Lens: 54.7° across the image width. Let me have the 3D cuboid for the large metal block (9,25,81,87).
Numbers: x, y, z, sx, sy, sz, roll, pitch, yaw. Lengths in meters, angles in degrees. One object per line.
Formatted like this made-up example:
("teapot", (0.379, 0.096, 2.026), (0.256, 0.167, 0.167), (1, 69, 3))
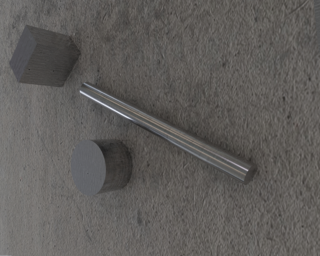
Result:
("large metal block", (-0.197, -0.120, 0.532), (0.080, 0.081, 0.050), (-51, 60, 28))

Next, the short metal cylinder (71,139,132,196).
("short metal cylinder", (-0.087, 0.056, 0.461), (0.080, 0.050, 0.080), (0, 90, 40))

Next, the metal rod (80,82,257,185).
("metal rod", (-0.012, -0.007, 0.414), (0.300, 0.025, 0.025), (28, 107, 36))

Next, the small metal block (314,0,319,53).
("small metal block", (0.166, -0.093, 0.268), (0.050, 0.025, 0.050), (-6, 86, 39))
